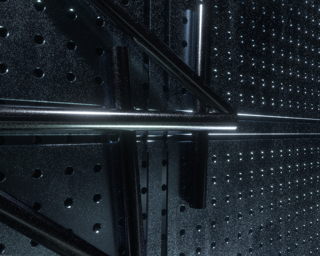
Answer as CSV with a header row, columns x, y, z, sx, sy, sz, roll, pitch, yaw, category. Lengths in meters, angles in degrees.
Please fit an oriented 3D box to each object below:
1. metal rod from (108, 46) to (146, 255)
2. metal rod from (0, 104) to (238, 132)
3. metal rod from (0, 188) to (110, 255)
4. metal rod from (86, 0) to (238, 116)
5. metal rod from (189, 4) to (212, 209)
x,y,z,sx,sy,sz,roll,pitch,yaw,category
-0.038,0.053,0.378,0.025,0.025,0.298,-7,95,-40,metal rod
-0.027,-0.009,0.354,0.303,0.025,0.025,0,90,-33,metal rod
-0.135,0.085,0.297,0.300,0.025,0.025,47,62,-30,metal rod
-0.001,-0.096,0.390,0.301,0.025,0.025,37,67,-28,metal rod
0.061,-0.032,0.462,0.025,0.025,0.298,3,88,-40,metal rod
